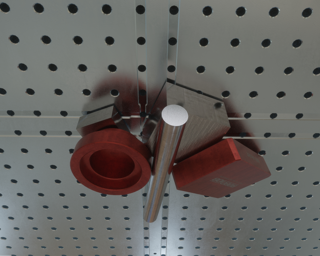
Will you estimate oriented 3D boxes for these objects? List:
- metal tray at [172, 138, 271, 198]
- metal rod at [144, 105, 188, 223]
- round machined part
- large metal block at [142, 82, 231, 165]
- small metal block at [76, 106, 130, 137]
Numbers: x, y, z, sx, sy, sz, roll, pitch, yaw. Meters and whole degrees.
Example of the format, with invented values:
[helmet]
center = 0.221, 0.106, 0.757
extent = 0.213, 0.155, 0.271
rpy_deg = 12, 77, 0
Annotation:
[metal tray]
center = 0.087, 0.060, 0.423
extent = 0.090, 0.030, 0.131
rpy_deg = -31, 149, 24
[metal rod]
center = -0.001, 0.070, 0.414
extent = 0.025, 0.025, 0.298
rpy_deg = 5, 146, -4
[round machined part]
center = -0.059, 0.039, 0.392
extent = 0.099, 0.042, 0.097
rpy_deg = 2, 131, 2
[large metal block]
center = 0.029, -0.001, 0.391
extent = 0.081, 0.050, 0.079
rpy_deg = 18, 128, -15
[small metal block]
center = -0.074, 0.004, 0.410
extent = 0.050, 0.025, 0.050
rpy_deg = -17, 128, 14
